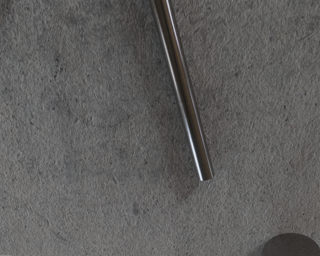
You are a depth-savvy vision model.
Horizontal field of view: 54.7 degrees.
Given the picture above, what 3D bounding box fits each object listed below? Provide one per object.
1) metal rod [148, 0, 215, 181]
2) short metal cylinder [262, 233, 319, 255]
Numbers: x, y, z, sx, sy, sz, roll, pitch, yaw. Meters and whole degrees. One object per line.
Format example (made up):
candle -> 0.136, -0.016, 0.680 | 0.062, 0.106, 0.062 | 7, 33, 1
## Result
metal rod -> 0.024, -0.067, 0.384 | 0.025, 0.025, 0.298 | -15, 110, 5
short metal cylinder -> 0.198, 0.203, 0.457 | 0.080, 0.080, 0.050 | -18, 109, 6
